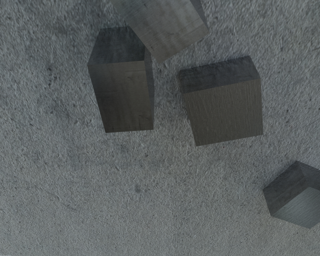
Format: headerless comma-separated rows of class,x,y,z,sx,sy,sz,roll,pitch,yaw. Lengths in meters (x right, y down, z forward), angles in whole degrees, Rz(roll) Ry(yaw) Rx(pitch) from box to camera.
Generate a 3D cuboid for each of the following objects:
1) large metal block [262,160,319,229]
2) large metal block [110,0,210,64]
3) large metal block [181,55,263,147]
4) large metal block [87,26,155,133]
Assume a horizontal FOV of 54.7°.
large metal block,0.224,0.106,0.483,0.080,0.050,0.080,21,127,-18
large metal block,-0.003,-0.117,0.271,0.050,0.080,0.080,-28,125,21
large metal block,0.073,-0.030,0.366,0.080,0.050,0.080,-11,130,9
large metal block,-0.035,-0.052,0.326,0.050,0.080,0.080,-4,130,3
